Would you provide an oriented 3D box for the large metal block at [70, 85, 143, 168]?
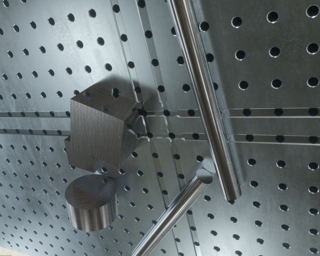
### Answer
[{"bbox_3d":[-0.076,-0.003,0.433,0.080,0.050,0.079,22,127,15],"label":"large metal block"}]

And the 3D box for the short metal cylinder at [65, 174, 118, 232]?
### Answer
[{"bbox_3d":[-0.111,0.121,0.510,0.080,0.080,0.050,15,125,20],"label":"short metal cylinder"}]

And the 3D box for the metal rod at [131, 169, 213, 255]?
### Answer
[{"bbox_3d":[0.003,0.166,0.512,0.025,0.025,0.298,34,129,5],"label":"metal rod"}]

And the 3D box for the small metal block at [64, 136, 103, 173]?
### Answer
[{"bbox_3d":[-0.123,0.039,0.500,0.050,0.025,0.050,13,124,20],"label":"small metal block"}]

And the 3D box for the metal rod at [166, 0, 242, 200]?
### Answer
[{"bbox_3d":[0.051,-0.042,0.358,0.025,0.025,0.298,-5,116,30],"label":"metal rod"}]
